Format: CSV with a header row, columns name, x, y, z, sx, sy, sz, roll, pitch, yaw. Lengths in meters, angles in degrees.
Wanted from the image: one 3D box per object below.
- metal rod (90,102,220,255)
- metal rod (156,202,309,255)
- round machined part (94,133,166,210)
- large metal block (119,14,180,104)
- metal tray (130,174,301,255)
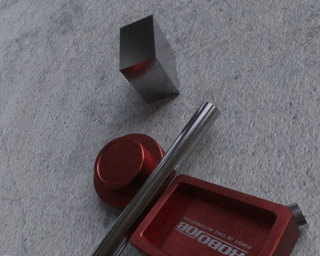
name,x,y,z,sx,sy,sz,roll,pitch,yaw
metal rod,-0.027,0.093,0.332,0.025,0.025,0.300,27,72,37
metal rod,-0.002,0.142,0.316,0.301,0.025,0.025,-25,53,12
round machined part,-0.041,0.049,0.383,0.098,0.042,0.098,-13,56,20
large metal block,-0.014,-0.093,0.432,0.050,0.080,0.080,-17,55,19
metal tray,0.044,0.098,0.282,0.130,0.030,0.090,10,51,47
